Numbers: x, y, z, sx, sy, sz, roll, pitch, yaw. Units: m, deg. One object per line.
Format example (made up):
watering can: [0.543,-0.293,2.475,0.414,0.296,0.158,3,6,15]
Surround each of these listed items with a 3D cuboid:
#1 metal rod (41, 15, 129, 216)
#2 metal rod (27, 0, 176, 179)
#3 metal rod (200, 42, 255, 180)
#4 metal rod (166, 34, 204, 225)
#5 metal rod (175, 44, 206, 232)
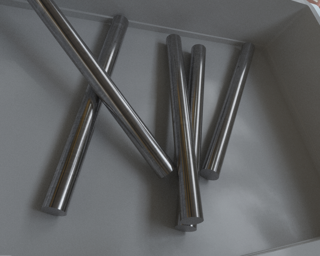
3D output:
metal rod: [-0.081,-0.040,0.385,0.025,0.025,0.300,21,54,-16]
metal rod: [-0.080,-0.067,0.365,0.025,0.025,0.299,-38,93,-39]
metal rod: [0.116,-0.046,0.495,0.025,0.025,0.301,32,52,-8]
metal rod: [0.028,-0.022,0.416,0.025,0.025,0.300,13,51,-21]
metal rod: [0.047,-0.009,0.435,0.025,0.025,0.300,20,54,-17]
